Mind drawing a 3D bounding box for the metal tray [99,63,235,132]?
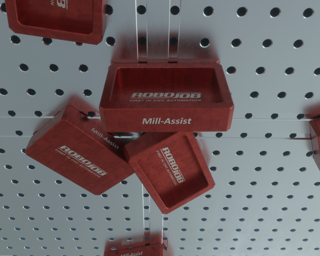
[{"bbox_3d":[0.007,-0.036,0.338,0.131,0.090,0.030,0,130,0],"label":"metal tray"}]

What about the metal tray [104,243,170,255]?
[{"bbox_3d":[-0.044,0.289,0.653,0.130,0.030,0.090,-14,129,11],"label":"metal tray"}]

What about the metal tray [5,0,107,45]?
[{"bbox_3d":[-0.094,-0.147,0.282,0.091,0.030,0.129,7,130,-6],"label":"metal tray"}]

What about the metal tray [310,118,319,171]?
[{"bbox_3d":[0.280,0.012,0.420,0.130,0.030,0.090,-17,128,14],"label":"metal tray"}]

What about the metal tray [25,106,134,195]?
[{"bbox_3d":[-0.107,0.037,0.439,0.090,0.030,0.130,-35,122,26],"label":"metal tray"}]

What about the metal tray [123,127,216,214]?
[{"bbox_3d":[0.017,0.056,0.436,0.090,0.030,0.130,-29,127,-3],"label":"metal tray"}]
